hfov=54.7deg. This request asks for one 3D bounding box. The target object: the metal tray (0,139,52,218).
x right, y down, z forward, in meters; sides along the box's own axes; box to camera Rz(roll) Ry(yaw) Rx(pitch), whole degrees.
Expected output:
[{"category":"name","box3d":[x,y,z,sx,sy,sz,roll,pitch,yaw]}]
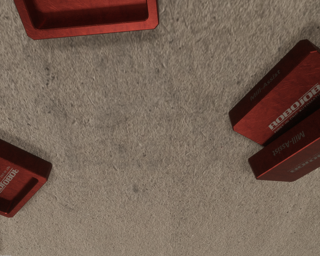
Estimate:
[{"category":"metal tray","box3d":[-0.236,0.080,0.468,0.090,0.030,0.129,33,123,-25]}]

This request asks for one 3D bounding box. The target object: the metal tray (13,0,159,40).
[{"category":"metal tray","box3d":[-0.070,-0.135,0.287,0.131,0.030,0.089,-4,130,3]}]

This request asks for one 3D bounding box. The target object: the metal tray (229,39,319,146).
[{"category":"metal tray","box3d":[0.161,-0.031,0.380,0.090,0.030,0.129,26,125,-21]}]

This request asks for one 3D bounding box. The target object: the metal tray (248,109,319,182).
[{"category":"metal tray","box3d":[0.192,0.026,0.401,0.091,0.030,0.129,10,139,-35]}]
